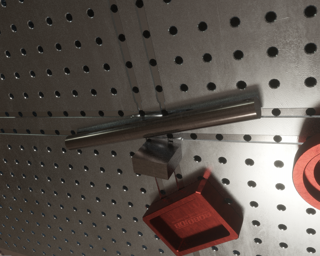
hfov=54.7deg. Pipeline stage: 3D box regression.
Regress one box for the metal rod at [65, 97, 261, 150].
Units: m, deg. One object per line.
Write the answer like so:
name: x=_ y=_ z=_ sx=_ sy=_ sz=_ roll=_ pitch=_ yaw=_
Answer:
metal rod: x=-0.018 y=0.001 z=0.419 sx=0.300 sy=0.025 sz=0.025 roll=-10 pitch=113 yaw=32

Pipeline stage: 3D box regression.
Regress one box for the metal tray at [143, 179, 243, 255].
metal tray: x=0.046 y=0.139 z=0.468 sx=0.090 sy=0.030 sz=0.129 roll=48 pitch=128 yaw=-6

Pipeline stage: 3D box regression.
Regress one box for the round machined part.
round machined part: x=0.193 y=0.043 z=0.325 sx=0.098 sy=0.042 sz=0.097 roll=13 pitch=124 yaw=20

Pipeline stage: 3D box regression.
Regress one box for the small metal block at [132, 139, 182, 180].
small metal block: x=-0.003 y=0.041 z=0.421 sx=0.050 sy=0.050 sz=0.025 roll=9 pitch=122 yaw=23
